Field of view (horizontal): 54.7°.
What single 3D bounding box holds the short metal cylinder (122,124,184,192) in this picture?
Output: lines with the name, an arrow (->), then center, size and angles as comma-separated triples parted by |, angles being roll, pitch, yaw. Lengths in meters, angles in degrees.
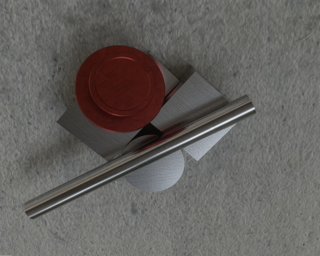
short metal cylinder -> -0.010, 0.037, 0.410 | 0.081, 0.050, 0.079 | 0, 110, -1

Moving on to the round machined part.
round machined part -> -0.042, -0.043, 0.338 | 0.099, 0.042, 0.097 | 1, 84, -12

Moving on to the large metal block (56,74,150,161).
large metal block -> -0.066, -0.018, 0.389 | 0.080, 0.050, 0.080 | 40, 105, -14

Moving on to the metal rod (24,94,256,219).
metal rod -> -0.031, 0.039, 0.371 | 0.301, 0.025, 0.025 | -26, 108, 9

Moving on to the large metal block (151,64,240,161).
large metal block -> 0.043, -0.020, 0.391 | 0.080, 0.050, 0.080 | 40, 105, -14

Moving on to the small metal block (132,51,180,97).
small metal block -> -0.011, -0.060, 0.388 | 0.050, 0.025, 0.050 | 41, 105, -14
